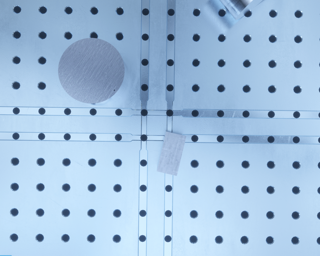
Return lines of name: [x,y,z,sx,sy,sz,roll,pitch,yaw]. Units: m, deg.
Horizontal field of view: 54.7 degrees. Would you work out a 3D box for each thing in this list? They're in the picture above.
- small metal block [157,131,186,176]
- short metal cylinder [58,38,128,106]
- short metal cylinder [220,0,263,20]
small metal block: [0.014,0.031,0.401,0.025,0.050,0.050,13,90,0]
short metal cylinder: [-0.083,-0.070,0.400,0.081,0.050,0.079,0,90,0]
short metal cylinder: [0.111,-0.183,0.387,0.080,0.080,0.050,-39,90,0]
